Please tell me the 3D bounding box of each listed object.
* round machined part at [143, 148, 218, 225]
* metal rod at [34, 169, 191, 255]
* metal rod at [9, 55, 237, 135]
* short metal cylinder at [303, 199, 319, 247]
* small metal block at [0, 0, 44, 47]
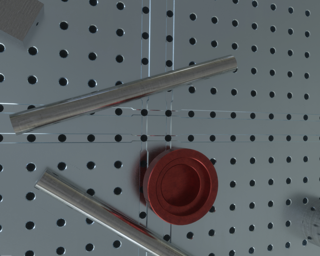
[{"bbox_3d":[0.024,0.075,0.412,0.099,0.042,0.097,0,90,-20],"label":"round machined part"},{"bbox_3d":[-0.023,0.143,0.404,0.301,0.025,0.025,36,78,-17],"label":"metal rod"},{"bbox_3d":[-0.031,-0.049,0.400,0.302,0.025,0.025,-19,97,-19],"label":"metal rod"},{"bbox_3d":[0.283,0.160,0.504,0.081,0.050,0.080,0,90,-20],"label":"short metal cylinder"},{"bbox_3d":[-0.167,-0.129,0.351,0.050,0.025,0.050,28,81,-18],"label":"small metal block"}]
